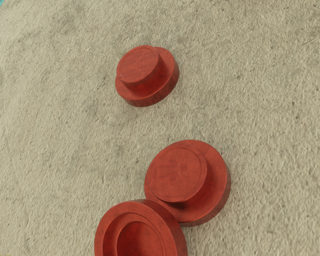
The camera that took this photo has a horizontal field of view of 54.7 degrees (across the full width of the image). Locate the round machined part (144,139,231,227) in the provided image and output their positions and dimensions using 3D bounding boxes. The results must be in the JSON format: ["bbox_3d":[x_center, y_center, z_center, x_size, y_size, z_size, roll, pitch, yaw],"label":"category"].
[{"bbox_3d":[0.026,0.056,0.345,0.098,0.042,0.098,-13,56,21],"label":"round machined part"}]

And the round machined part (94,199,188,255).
[{"bbox_3d":[-0.016,0.121,0.312,0.098,0.042,0.097,-3,84,31],"label":"round machined part"}]

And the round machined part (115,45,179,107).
[{"bbox_3d":[-0.025,-0.083,0.457,0.098,0.042,0.098,-13,56,21],"label":"round machined part"}]
